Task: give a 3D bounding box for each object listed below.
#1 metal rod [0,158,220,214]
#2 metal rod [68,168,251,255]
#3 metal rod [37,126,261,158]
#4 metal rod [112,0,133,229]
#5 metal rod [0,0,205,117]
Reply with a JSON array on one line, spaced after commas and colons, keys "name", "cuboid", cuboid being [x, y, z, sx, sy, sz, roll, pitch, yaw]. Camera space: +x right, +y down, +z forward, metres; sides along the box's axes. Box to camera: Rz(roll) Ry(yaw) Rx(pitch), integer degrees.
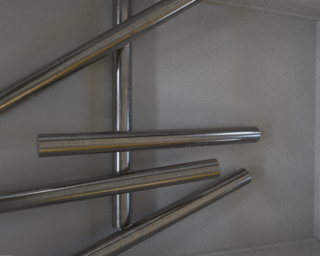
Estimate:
[{"name": "metal rod", "cuboid": [-0.076, 0.069, 0.360, 0.302, 0.025, 0.025, -7, 93, -12]}, {"name": "metal rod", "cuboid": [-0.002, 0.118, 0.391, 0.302, 0.025, 0.025, -20, 97, -26]}, {"name": "metal rod", "cuboid": [0.007, 0.014, 0.392, 0.303, 0.025, 0.025, -2, 91, -28]}, {"name": "metal rod", "cuboid": [-0.048, -0.025, 0.392, 0.025, 0.025, 0.298, 0, 90, -20]}, {"name": "metal rod", "cuboid": [-0.074, -0.092, 0.361, 0.301, 0.025, 0.025, -32, 101, -9]}]
